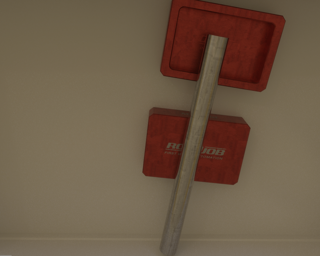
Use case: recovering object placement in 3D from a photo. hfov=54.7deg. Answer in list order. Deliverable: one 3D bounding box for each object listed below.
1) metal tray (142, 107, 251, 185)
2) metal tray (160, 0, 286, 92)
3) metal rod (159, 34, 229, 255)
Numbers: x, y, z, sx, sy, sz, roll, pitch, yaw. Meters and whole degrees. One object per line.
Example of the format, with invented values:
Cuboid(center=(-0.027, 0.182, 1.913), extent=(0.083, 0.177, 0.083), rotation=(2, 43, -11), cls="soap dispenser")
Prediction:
Cuboid(center=(0.046, 0.025, 0.419), extent=(0.131, 0.030, 0.089), rotation=(6, 110, -3), cls="metal tray")
Cuboid(center=(0.071, -0.099, 0.372), extent=(0.131, 0.030, 0.089), rotation=(9, 110, -4), cls="metal tray")
Cuboid(center=(0.038, 0.036, 0.392), extent=(0.025, 0.025, 0.298), rotation=(9, 110, -4), cls="metal rod")
